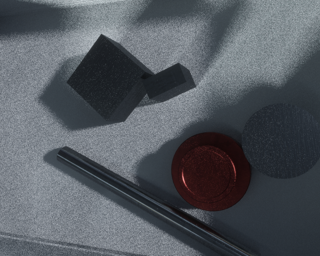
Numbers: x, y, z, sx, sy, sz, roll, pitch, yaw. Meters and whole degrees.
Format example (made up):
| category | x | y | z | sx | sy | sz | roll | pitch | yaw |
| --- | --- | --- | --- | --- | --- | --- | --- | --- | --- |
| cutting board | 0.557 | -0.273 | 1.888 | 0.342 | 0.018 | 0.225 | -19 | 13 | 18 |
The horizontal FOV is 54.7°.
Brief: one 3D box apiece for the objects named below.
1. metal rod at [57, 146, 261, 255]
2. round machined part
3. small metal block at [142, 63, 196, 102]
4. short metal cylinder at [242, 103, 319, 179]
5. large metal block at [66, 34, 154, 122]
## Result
| category | x | y | z | sx | sy | sz | roll | pitch | yaw |
| --- | --- | --- | --- | --- | --- | --- | --- | --- | --- |
| metal rod | -0.015 | 0.100 | 0.414 | 0.301 | 0.025 | 0.025 | 25 | 98 | 17 |
| round machined part | 0.061 | 0.054 | 0.380 | 0.098 | 0.042 | 0.097 | 0 | 90 | 19 |
| small metal block | 0.013 | -0.056 | 0.392 | 0.050 | 0.050 | 0.025 | -24 | 83 | 18 |
| short metal cylinder | 0.136 | 0.014 | 0.349 | 0.080 | 0.050 | 0.079 | 0 | 90 | 19 |
| large metal block | -0.063 | -0.065 | 0.418 | 0.080 | 0.050 | 0.080 | 43 | 103 | 14 |
